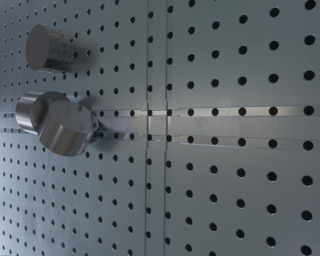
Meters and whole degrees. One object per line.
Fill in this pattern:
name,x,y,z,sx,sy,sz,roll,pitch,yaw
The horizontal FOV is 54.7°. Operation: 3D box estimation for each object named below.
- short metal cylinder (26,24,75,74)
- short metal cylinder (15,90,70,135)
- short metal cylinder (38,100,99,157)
short metal cylinder,-0.197,-0.139,0.556,0.080,0.050,0.079,0,90,40
short metal cylinder,-0.200,-0.025,0.539,0.050,0.081,0.079,9,96,40
short metal cylinder,-0.146,0.000,0.494,0.080,0.081,0.050,49,119,29
